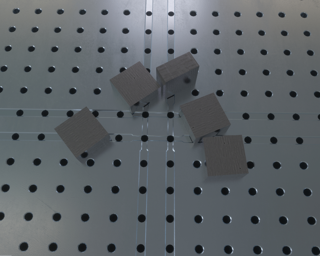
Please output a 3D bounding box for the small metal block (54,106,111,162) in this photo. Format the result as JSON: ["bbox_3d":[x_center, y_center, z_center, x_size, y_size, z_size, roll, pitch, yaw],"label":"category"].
[{"bbox_3d":[-0.101,0.009,0.408,0.050,0.025,0.050,-38,74,-13],"label":"small metal block"}]

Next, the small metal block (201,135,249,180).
[{"bbox_3d":[0.082,0.038,0.398,0.050,0.025,0.050,-4,70,-2],"label":"small metal block"}]

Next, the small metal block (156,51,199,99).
[{"bbox_3d":[0.023,-0.071,0.425,0.050,0.050,0.025,-28,73,-10],"label":"small metal block"}]

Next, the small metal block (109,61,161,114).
[{"bbox_3d":[-0.034,-0.057,0.432,0.050,0.025,0.050,-35,74,-12],"label":"small metal block"}]

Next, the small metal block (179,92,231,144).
[{"bbox_3d":[0.059,-0.013,0.417,0.050,0.025,0.050,-22,72,-8],"label":"small metal block"}]
